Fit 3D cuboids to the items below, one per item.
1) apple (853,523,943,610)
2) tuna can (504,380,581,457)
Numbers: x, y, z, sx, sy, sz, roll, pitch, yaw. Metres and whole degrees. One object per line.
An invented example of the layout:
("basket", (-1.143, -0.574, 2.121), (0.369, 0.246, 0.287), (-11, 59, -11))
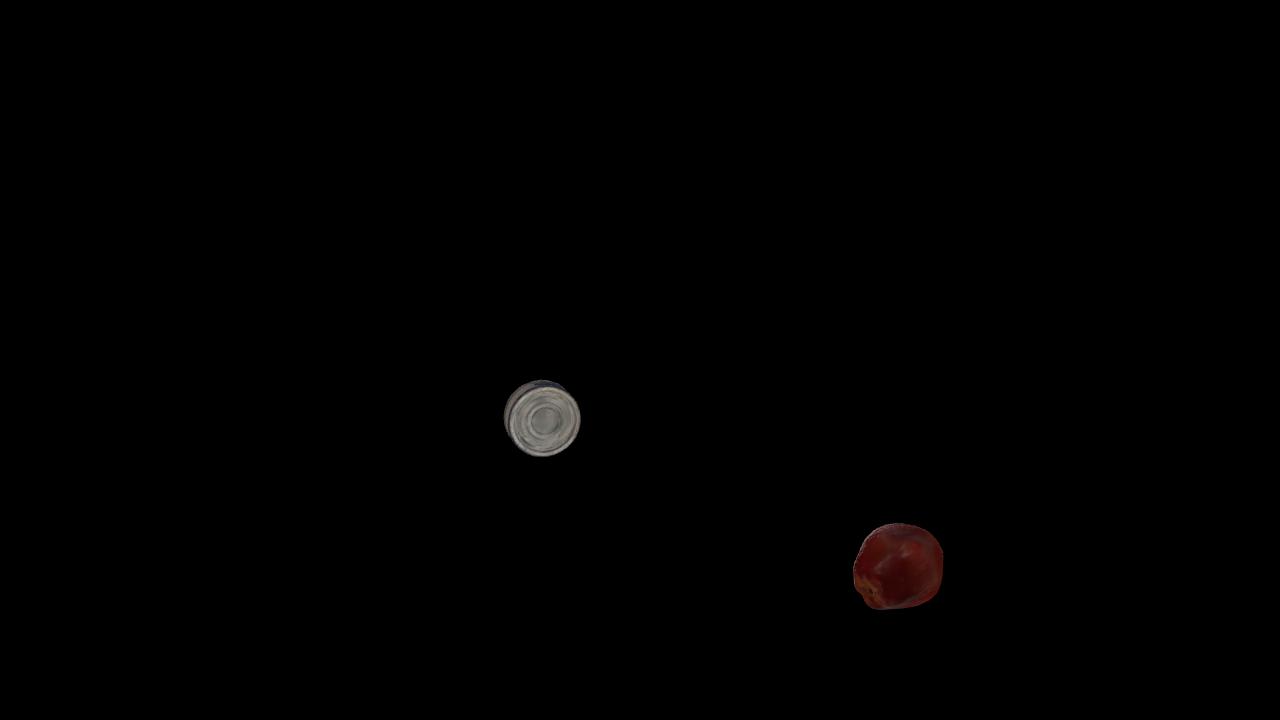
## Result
("apple", (0.255, 0.203, 0.605), (0.093, 0.079, 0.079), (-22, 9, -23))
("tuna can", (-0.110, 0.067, 0.699), (0.084, 0.084, 0.034), (0, 8, -21))
